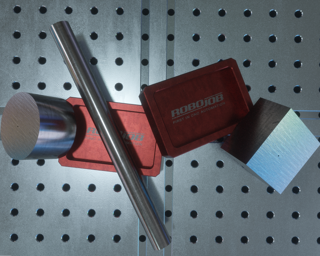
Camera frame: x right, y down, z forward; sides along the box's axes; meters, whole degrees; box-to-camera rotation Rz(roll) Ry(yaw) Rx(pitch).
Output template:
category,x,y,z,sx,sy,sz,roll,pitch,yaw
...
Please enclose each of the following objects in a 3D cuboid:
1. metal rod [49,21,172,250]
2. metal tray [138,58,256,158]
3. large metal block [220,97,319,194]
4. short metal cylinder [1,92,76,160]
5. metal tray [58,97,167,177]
category,x,y,z,sx,sy,sz,roll,pitch,yaw
metal rod,-0.061,0.009,0.383,0.025,0.025,0.299,-25,90,0
metal tray,0.050,-0.026,0.392,0.131,0.030,0.090,-21,90,-17
large metal block,0.137,0.022,0.384,0.080,0.050,0.080,38,90,-31
short metal cylinder,-0.150,-0.001,0.381,0.080,0.050,0.080,-3,85,34
metal tray,-0.060,0.011,0.410,0.131,0.030,0.089,7,90,0
